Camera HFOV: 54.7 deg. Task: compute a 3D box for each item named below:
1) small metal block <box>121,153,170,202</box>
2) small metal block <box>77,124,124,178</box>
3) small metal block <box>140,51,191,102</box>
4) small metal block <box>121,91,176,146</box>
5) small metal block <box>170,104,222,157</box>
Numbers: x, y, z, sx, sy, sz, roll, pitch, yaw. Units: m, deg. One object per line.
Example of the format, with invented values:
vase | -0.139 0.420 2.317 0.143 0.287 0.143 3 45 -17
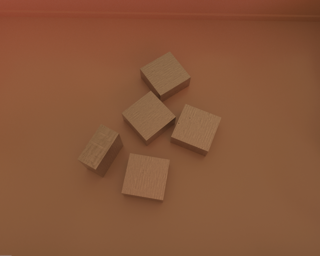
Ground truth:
small metal block | -0.017 0.062 0.387 0.050 0.025 0.050 9 70 3
small metal block | -0.072 0.030 0.385 0.025 0.050 0.050 28 72 9
small metal block | 0.007 -0.071 0.436 0.050 0.025 0.050 -33 74 -12
small metal block | -0.015 -0.013 0.414 0.050 0.025 0.050 -39 75 -13
small metal block | 0.047 0.003 0.409 0.050 0.025 0.050 22 71 7
